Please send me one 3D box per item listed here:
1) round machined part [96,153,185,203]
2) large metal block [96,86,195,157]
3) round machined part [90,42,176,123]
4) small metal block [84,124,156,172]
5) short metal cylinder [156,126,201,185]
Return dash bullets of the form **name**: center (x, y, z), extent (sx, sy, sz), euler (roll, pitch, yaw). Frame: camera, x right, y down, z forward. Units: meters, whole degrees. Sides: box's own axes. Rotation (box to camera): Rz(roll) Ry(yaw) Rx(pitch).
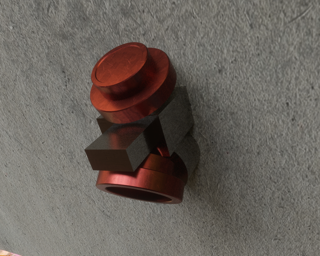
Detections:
- **round machined part**: center (-0.020, 0.056, 0.356), extent (0.099, 0.042, 0.098), euler (9, 159, 4)
- **large metal block**: center (-0.014, -0.009, 0.372), extent (0.080, 0.080, 0.050), euler (-2, 118, 29)
- **round machined part**: center (-0.035, -0.056, 0.339), extent (0.098, 0.098, 0.042), euler (-2, 142, 29)
- **small metal block**: center (-0.040, 0.020, 0.319), extent (0.050, 0.050, 0.025), euler (-2, 117, 29)
- **short metal cylinder**: center (0.008, 0.040, 0.413), extent (0.080, 0.050, 0.079), euler (13, 124, 20)
